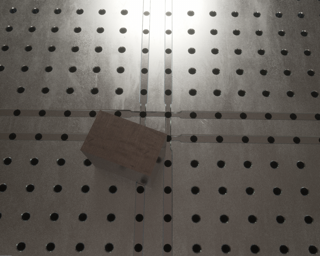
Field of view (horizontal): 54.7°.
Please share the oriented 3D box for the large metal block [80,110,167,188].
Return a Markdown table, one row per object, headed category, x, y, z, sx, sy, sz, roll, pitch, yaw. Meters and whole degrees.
| category | x | y | z | sx | sy | sz | roll | pitch | yaw |
| --- | --- | --- | --- | --- | --- | --- | --- | --- | --- |
| large metal block | -0.039 | 0.028 | 0.372 | 0.080 | 0.080 | 0.050 | 20 | 71 | 7 |
